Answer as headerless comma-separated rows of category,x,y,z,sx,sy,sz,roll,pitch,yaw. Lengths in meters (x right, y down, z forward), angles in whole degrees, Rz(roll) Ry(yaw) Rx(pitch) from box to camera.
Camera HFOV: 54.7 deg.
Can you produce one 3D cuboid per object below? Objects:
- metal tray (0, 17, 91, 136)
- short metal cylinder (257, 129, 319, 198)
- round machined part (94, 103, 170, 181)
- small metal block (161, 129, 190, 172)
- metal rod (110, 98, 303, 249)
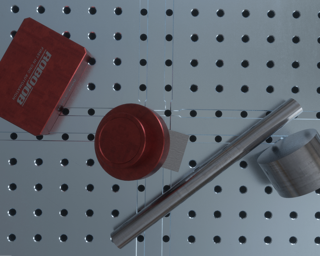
metal tray,-0.163,-0.066,0.409,0.090,0.030,0.130,29,90,-1
short metal cylinder,0.171,0.043,0.388,0.080,0.080,0.050,-33,90,0
round machined part,-0.041,0.017,0.387,0.098,0.042,0.097,-3,83,21
small metal block,0.007,0.026,0.414,0.050,0.025,0.050,17,90,-1
metal rod,0.062,0.060,0.414,0.301,0.025,0.025,-37,90,-1
